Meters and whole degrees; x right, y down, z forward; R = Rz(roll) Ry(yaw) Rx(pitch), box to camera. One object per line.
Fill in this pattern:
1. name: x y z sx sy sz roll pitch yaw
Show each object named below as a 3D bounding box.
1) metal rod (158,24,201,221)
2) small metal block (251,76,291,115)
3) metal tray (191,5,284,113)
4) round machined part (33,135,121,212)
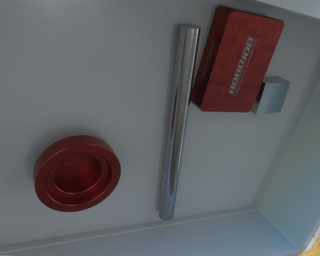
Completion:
1. metal rod: 0.022 0.012 0.429 0.025 0.025 0.298 -9 123 -24
2. small metal block: 0.163 -0.050 0.470 0.050 0.025 0.050 -6 121 -26
3. metal tray: 0.100 -0.085 0.409 0.091 0.030 0.129 0 119 -29
4. round machined part: -0.101 0.050 0.375 0.099 0.042 0.097 -14 125 -21
